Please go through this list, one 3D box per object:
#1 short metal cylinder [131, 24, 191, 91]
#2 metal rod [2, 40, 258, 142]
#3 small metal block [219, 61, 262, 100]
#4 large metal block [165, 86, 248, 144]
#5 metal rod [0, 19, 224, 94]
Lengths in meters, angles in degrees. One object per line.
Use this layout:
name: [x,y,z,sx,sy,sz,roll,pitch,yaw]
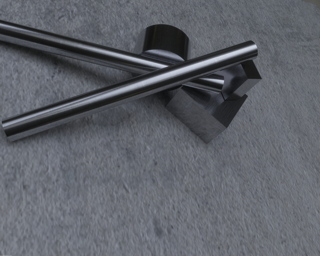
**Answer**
short metal cylinder: [0.002,-0.096,0.433,0.081,0.080,0.050,19,54,-18]
metal rod: [-0.021,-0.048,0.357,0.302,0.025,0.025,-20,72,-14]
small metal block: [0.104,-0.073,0.424,0.025,0.050,0.050,-5,64,-30]
large metal block: [0.068,-0.038,0.449,0.080,0.050,0.080,41,52,0]
metal rod: [-0.066,-0.090,0.389,0.302,0.025,0.025,12,56,-8]
